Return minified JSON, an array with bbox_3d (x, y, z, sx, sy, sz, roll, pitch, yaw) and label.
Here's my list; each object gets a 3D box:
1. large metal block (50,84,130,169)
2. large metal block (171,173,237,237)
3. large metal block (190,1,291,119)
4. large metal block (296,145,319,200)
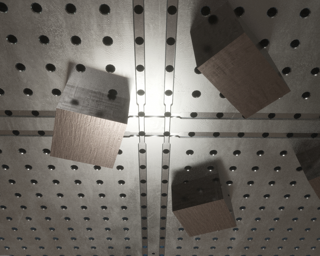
[{"bbox_3d":[-0.088,0.000,0.394,0.081,0.050,0.079,13,129,-12],"label":"large metal block"},{"bbox_3d":[0.071,0.127,0.505,0.080,0.050,0.080,-18,128,14],"label":"large metal block"},{"bbox_3d":[0.079,-0.070,0.317,0.050,0.080,0.080,-35,122,26],"label":"large metal block"},{"bbox_3d":[0.261,0.064,0.454,0.080,0.050,0.080,-29,125,22],"label":"large metal block"}]
